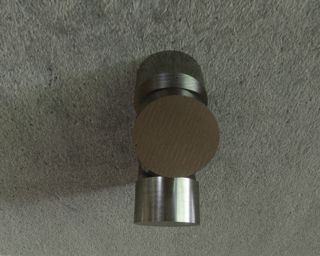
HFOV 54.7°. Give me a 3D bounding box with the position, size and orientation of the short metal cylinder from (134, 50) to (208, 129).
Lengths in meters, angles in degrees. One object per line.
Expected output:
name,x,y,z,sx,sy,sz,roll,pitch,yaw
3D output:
short metal cylinder,0.012,-0.042,0.357,0.081,0.050,0.079,0,130,0

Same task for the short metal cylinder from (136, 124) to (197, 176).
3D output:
short metal cylinder,0.011,0.017,0.388,0.081,0.080,0.050,1,130,-1

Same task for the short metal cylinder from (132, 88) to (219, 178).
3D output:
short metal cylinder,0.014,0.003,0.310,0.081,0.050,0.079,0,105,-1

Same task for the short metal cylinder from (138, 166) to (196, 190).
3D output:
short metal cylinder,0.010,0.061,0.444,0.081,0.050,0.079,0,130,0

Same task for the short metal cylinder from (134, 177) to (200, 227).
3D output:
short metal cylinder,0.009,0.094,0.385,0.080,0.050,0.080,1,158,1
